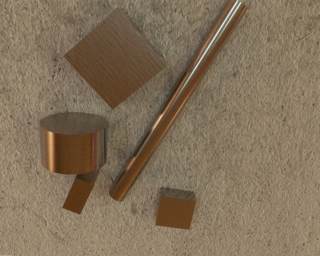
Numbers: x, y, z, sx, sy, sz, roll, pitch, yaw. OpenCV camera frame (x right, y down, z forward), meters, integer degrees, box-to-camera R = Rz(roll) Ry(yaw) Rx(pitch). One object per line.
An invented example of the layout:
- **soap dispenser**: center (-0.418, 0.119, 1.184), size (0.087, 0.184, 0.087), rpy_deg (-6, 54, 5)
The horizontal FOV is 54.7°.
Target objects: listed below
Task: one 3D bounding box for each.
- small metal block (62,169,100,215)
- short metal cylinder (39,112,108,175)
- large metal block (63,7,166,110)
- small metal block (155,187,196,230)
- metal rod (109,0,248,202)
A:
- **small metal block**: center (-0.107, 0.080, 0.425), size (0.025, 0.050, 0.050), rpy_deg (24, 108, -9)
- **short metal cylinder**: center (-0.106, 0.016, 0.385), size (0.081, 0.080, 0.050), rpy_deg (5, 110, -2)
- **large metal block**: center (-0.050, -0.082, 0.365), size (0.080, 0.050, 0.080), rpy_deg (-38, 106, 12)
- **small metal block**: center (0.022, 0.118, 0.454), size (0.050, 0.025, 0.050), rpy_deg (9, 110, -4)
- **metal rod**: center (0.014, -0.024, 0.401), size (0.025, 0.025, 0.298), rpy_deg (29, 107, -11)
